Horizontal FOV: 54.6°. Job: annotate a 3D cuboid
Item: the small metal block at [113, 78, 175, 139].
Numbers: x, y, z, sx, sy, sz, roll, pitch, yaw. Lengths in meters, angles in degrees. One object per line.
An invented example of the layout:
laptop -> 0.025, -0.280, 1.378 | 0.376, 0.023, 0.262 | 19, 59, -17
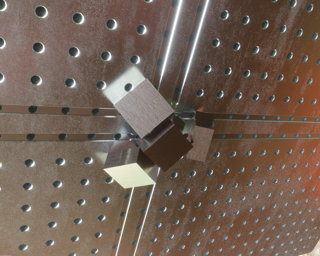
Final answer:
small metal block -> -0.019, -0.023, 0.370 | 0.050, 0.025, 0.050 | -40, 94, -1

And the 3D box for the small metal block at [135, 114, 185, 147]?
small metal block -> 0.000, 0.009, 0.416 | 0.050, 0.025, 0.050 | 1, 120, -29

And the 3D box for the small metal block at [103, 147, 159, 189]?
small metal block -> -0.037, 0.053, 0.407 | 0.050, 0.025, 0.050 | -14, 135, 26

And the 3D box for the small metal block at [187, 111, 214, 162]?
small metal block -> 0.056, 0.011, 0.428 | 0.025, 0.050, 0.050 | 13, 116, 2

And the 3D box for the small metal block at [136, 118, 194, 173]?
small metal block -> 0.007, 0.021, 0.394 | 0.050, 0.025, 0.050 | -42, 130, 0
